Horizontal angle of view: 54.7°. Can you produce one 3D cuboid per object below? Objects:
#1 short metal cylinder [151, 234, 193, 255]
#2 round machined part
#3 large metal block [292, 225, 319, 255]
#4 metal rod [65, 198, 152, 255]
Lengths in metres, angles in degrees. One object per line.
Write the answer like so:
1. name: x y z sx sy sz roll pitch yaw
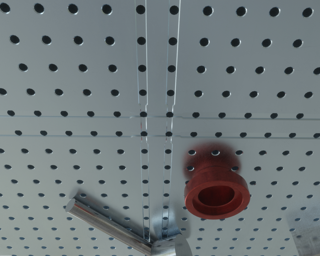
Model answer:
1. short metal cylinder: 0.025 0.248 0.587 0.050 0.080 0.080 -23 126 18
2. round machined part: 0.087 0.098 0.484 0.099 0.042 0.097 0 130 0
3. large metal block: 0.316 0.231 0.595 0.080 0.050 0.080 -32 123 24
4. metal rod: -0.052 0.215 0.594 0.025 0.025 0.301 -34 123 25
